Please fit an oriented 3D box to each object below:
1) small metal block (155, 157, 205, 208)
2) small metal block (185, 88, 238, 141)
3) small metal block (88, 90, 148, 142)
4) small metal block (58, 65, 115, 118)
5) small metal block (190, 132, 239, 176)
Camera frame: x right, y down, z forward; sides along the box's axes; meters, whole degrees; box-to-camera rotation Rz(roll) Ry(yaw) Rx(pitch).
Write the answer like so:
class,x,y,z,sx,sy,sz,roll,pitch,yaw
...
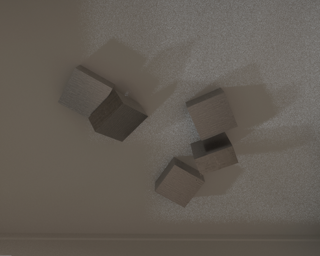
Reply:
class,x,y,z,sx,sy,sz,roll,pitch,yaw
small metal block,0.027,0.077,0.440,0.050,0.025,0.050,31,107,-11
small metal block,0.067,-0.018,0.406,0.050,0.025,0.050,-23,109,8
small metal block,-0.052,-0.014,0.392,0.050,0.025,0.050,-44,145,14
small metal block,-0.093,-0.044,0.394,0.050,0.025,0.050,29,107,-11
small metal block,0.071,0.033,0.411,0.050,0.050,0.025,-20,109,7
